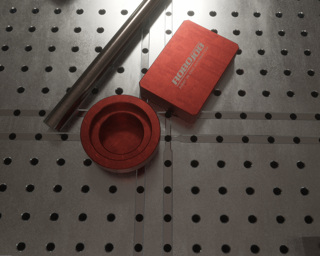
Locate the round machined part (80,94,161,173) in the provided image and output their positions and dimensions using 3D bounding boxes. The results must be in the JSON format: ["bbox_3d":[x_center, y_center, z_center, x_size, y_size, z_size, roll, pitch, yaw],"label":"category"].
[{"bbox_3d":[-0.048,0.010,0.399,0.099,0.042,0.098,0,70,-1],"label":"round machined part"}]

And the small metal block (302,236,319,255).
[{"bbox_3d":[0.199,0.135,0.352,0.050,0.050,0.025,-4,70,-2],"label":"small metal block"}]

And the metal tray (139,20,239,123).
[{"bbox_3d":[0.042,-0.082,0.440,0.090,0.030,0.130,30,72,10],"label":"metal tray"}]

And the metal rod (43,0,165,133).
[{"bbox_3d":[-0.064,-0.120,0.454,0.025,0.025,0.300,31,73,10],"label":"metal rod"}]
